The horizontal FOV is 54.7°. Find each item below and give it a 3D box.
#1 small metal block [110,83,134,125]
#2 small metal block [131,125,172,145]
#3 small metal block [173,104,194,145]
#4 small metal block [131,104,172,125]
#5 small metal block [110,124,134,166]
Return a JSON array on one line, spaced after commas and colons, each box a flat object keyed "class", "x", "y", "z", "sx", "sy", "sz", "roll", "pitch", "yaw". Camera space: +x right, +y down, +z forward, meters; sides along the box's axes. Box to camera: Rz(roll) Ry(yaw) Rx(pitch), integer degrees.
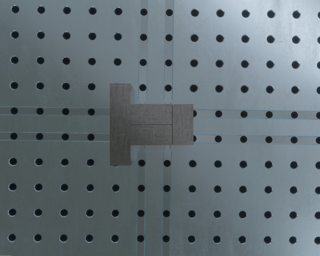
[{"class": "small metal block", "x": -0.048, "y": -0.029, "z": 0.399, "sx": 0.025, "sy": 0.050, "sz": 0.050, "roll": 0, "pitch": 90, "yaw": 0}, {"class": "small metal block", "x": -0.010, "y": 0.008, "z": 0.400, "sx": 0.050, "sy": 0.050, "sz": 0.025, "roll": 0, "pitch": 90, "yaw": -1}, {"class": "small metal block", "x": 0.028, "y": -0.004, "z": 0.401, "sx": 0.025, "sy": 0.050, "sz": 0.050, "roll": 0, "pitch": 90, "yaw": 0}, {"class": "small metal block", "x": -0.010, "y": -0.017, "z": 0.400, "sx": 0.050, "sy": 0.050, "sz": 0.025, "roll": 0, "pitch": 90, "yaw": -1}, {"class": "small metal block", "x": -0.048, "y": 0.020, "z": 0.400, "sx": 0.025, "sy": 0.050, "sz": 0.050, "roll": 0, "pitch": 90, "yaw": 0}]
